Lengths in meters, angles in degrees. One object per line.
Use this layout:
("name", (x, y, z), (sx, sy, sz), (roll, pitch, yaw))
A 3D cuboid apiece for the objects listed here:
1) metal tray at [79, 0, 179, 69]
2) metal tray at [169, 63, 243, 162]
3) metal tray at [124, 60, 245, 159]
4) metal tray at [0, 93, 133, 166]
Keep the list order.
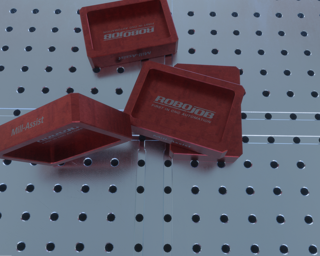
("metal tray", (-0.046, -0.145, 0.461), (0.131, 0.030, 0.090), (-12, 71, -5))
("metal tray", (0.061, -0.022, 0.418), (0.091, 0.030, 0.130), (3, 70, 0))
("metal tray", (0.029, -0.024, 0.385), (0.131, 0.030, 0.090), (17, 72, 9))
("metal tray", (-0.109, 0.008, 0.344), (0.130, 0.090, 0.030), (-19, 68, 26))
